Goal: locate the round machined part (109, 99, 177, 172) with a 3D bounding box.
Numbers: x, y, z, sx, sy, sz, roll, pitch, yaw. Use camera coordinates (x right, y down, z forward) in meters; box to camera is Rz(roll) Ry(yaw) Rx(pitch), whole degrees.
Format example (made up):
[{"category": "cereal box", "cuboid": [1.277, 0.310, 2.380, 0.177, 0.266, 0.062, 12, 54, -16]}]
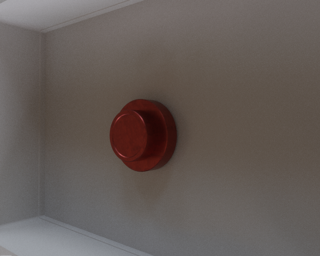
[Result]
[{"category": "round machined part", "cuboid": [-0.029, 0.010, 0.413, 0.098, 0.042, 0.097, 0, 90, 39]}]
